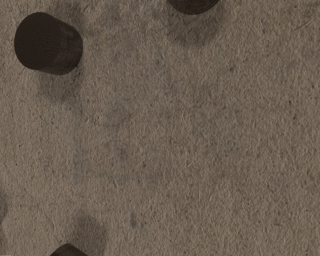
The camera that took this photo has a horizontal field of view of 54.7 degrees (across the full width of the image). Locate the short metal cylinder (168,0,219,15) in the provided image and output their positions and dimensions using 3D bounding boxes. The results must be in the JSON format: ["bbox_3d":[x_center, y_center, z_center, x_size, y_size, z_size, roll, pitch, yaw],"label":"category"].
[{"bbox_3d":[0.038,-0.188,0.382,0.080,0.050,0.079,0,90,19],"label":"short metal cylinder"}]

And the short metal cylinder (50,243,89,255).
[{"bbox_3d":[-0.128,0.208,0.424,0.050,0.080,0.080,26,99,18],"label":"short metal cylinder"}]

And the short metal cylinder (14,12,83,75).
[{"bbox_3d":[-0.161,-0.120,0.451,0.080,0.050,0.079,0,90,19],"label":"short metal cylinder"}]
